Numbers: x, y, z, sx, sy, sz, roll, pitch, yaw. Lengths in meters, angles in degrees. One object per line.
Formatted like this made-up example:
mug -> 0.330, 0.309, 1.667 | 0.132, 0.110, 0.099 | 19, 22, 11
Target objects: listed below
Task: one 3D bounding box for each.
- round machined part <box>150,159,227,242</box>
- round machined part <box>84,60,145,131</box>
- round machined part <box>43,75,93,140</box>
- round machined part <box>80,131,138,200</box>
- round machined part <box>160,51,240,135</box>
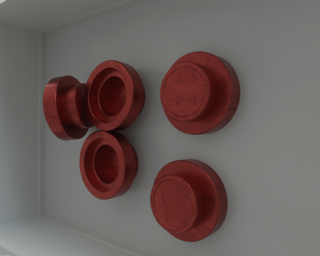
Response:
round machined part -> 0.027, 0.088, 0.372 | 0.098, 0.042, 0.097 | 0, 90, 39
round machined part -> -0.060, -0.044, 0.441 | 0.098, 0.042, 0.097 | -2, 86, 37
round machined part -> -0.128, -0.031, 0.469 | 0.042, 0.098, 0.097 | -7, 85, 15
round machined part -> -0.070, 0.052, 0.451 | 0.098, 0.042, 0.097 | 0, 91, 39
round machined part -> 0.039, -0.041, 0.362 | 0.098, 0.042, 0.097 | 0, 90, 39
